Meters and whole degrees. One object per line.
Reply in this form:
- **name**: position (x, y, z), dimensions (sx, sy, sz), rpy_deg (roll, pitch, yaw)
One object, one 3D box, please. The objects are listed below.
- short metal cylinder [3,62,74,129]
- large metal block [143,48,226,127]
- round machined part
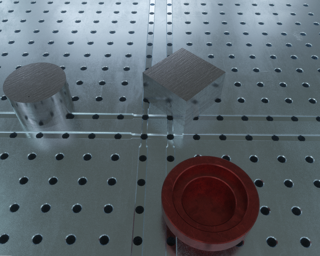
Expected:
- **short metal cylinder**: position (-0.165, -0.046, 0.429), dimensions (0.080, 0.050, 0.080), rpy_deg (0, 50, 0)
- **large metal block**: position (0.033, -0.060, 0.442), dimensions (0.080, 0.050, 0.080), rpy_deg (37, 59, 27)
- **round machined part**: position (0.051, 0.081, 0.328), dimensions (0.099, 0.042, 0.098), rpy_deg (0, 50, 0)
